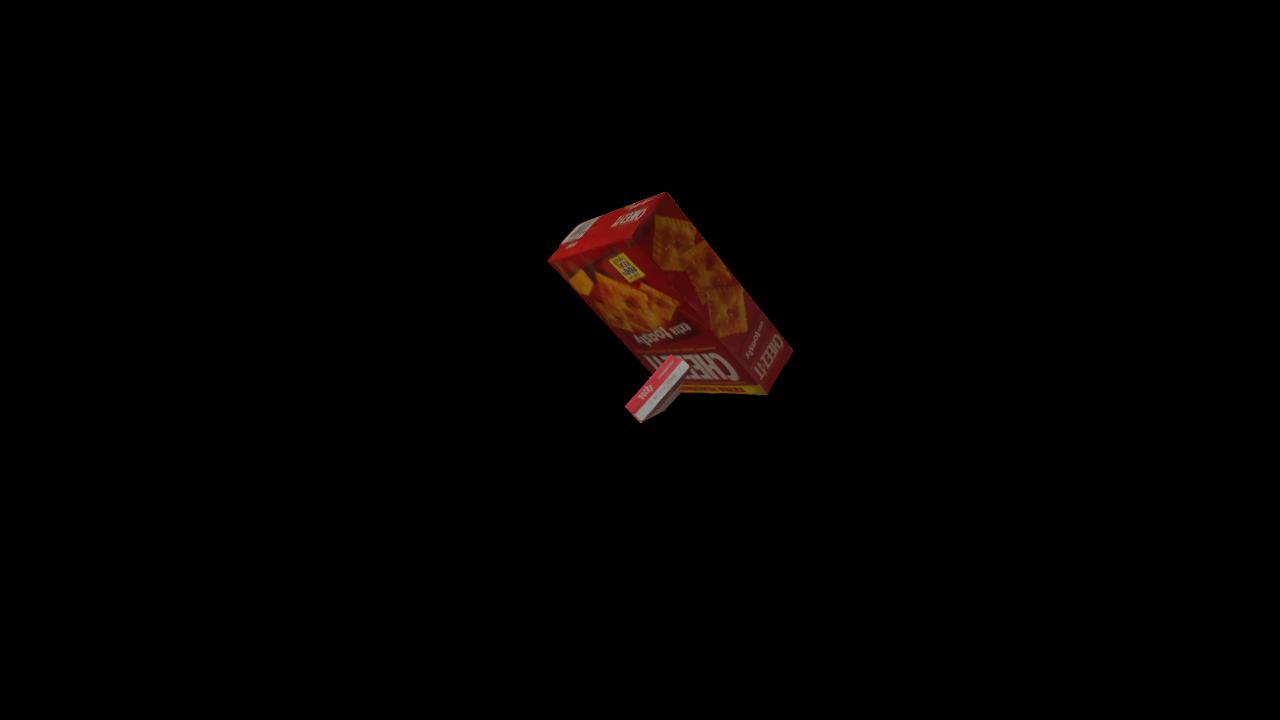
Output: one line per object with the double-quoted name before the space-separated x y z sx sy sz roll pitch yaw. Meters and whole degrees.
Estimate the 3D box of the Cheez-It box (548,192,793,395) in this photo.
"Cheez-It box" 0.030 -0.056 0.647 0.223 0.071 0.166 47 -25 -26

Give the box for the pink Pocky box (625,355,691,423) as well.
"pink Pocky box" 0.033 0.029 0.730 0.029 0.084 0.155 43 8 8
